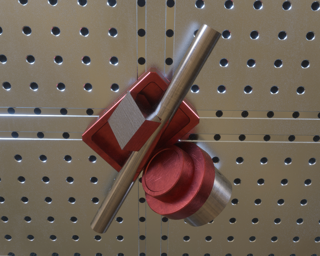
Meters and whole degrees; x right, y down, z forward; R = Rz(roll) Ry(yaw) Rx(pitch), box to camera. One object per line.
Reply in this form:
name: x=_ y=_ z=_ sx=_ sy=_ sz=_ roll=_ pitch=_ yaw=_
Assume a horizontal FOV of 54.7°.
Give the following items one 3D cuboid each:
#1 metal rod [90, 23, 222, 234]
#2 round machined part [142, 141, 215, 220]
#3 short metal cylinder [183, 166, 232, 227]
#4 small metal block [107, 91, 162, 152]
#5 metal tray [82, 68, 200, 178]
metal rod: x=-0.014 y=0.014 z=0.386 sx=0.025 sy=0.025 sz=0.298 roll=27 pitch=108 yaw=-10
round machined part: x=0.016 y=0.060 z=0.386 sx=0.098 sy=0.098 sz=0.042 roll=-44 pitch=127 yaw=14
short metal cylinder: x=0.048 y=0.083 z=0.414 sx=0.080 sy=0.080 sz=0.050 roll=-41 pitch=105 yaw=13
small metal block: x=-0.032 y=-0.008 z=0.373 sx=0.025 sy=0.050 sz=0.050 roll=11 pitch=127 yaw=-45
metal tray: x=-0.025 y=-0.003 z=0.408 sx=0.130 sy=0.030 sz=0.090 roll=-41 pitch=106 yaw=13
